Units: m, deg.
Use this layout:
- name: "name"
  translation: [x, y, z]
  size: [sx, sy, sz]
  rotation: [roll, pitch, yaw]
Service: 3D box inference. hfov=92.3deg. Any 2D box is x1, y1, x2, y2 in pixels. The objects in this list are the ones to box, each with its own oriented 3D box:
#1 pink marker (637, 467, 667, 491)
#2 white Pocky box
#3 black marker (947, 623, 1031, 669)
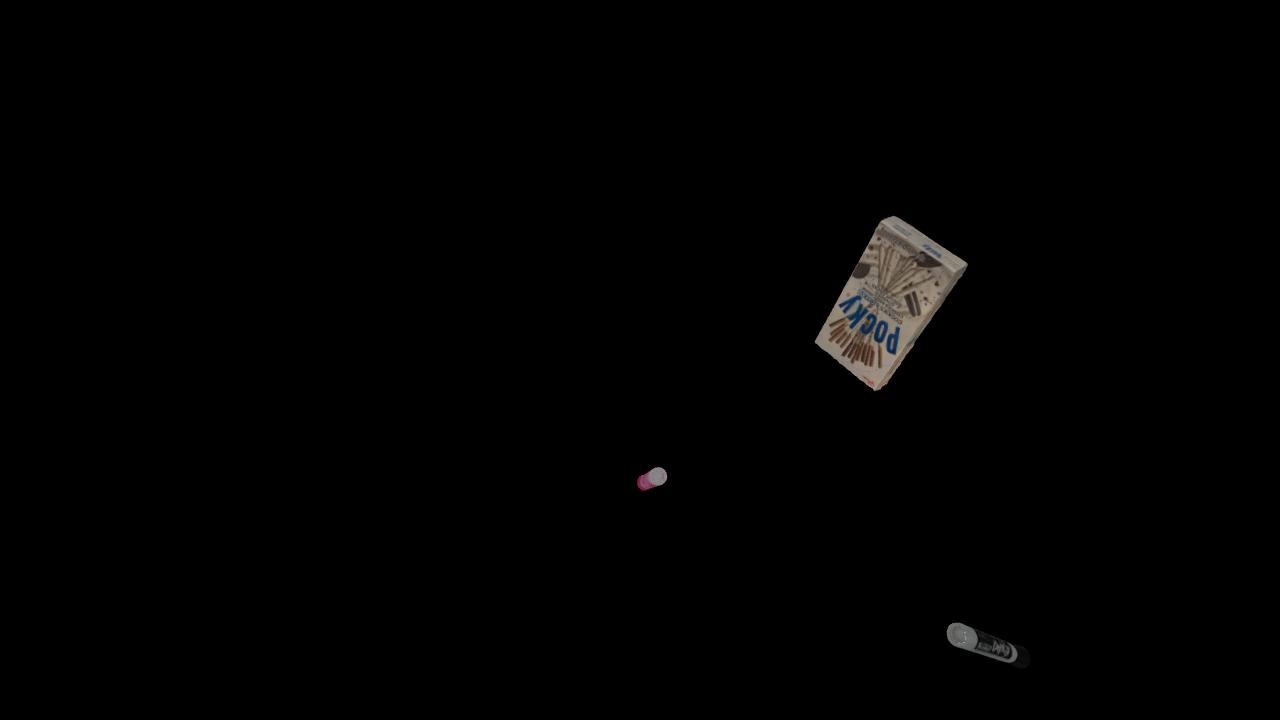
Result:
- name: "pink marker"
  translation: [0.012, 0.137, 0.701]
  size: [0.020, 0.020, 0.121]
  rotation: [0, -15, -7]
- name: "white Pocky box"
  translation: [0.233, -0.051, 0.588]
  size: [0.028, 0.154, 0.084]
  rotation: [-24, 56, -34]
- name: "black marker"
  translation: [0.302, 0.247, 0.529]
  size: [0.121, 0.020, 0.020]
  rotation: [29, -16, -31]
